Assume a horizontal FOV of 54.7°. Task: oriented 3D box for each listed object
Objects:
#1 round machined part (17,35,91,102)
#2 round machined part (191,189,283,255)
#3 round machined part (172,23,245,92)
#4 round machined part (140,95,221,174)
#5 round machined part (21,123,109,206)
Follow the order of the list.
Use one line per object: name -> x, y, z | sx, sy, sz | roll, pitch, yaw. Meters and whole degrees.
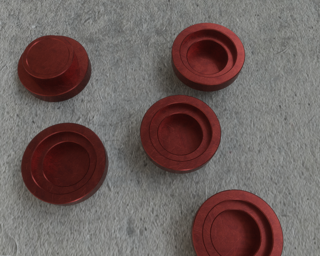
round machined part -> -0.149, -0.089, 0.430 | 0.099, 0.042, 0.098 | 0, 70, 0
round machined part -> 0.084, 0.122, 0.355 | 0.099, 0.042, 0.098 | 0, 70, 0
round machined part -> 0.065, -0.094, 0.434 | 0.099, 0.042, 0.098 | 0, 70, 0
round machined part -> 0.025, 0.010, 0.395 | 0.099, 0.042, 0.098 | 0, 70, 0
round machined part -> -0.113, 0.046, 0.381 | 0.099, 0.042, 0.098 | 0, 70, 0
